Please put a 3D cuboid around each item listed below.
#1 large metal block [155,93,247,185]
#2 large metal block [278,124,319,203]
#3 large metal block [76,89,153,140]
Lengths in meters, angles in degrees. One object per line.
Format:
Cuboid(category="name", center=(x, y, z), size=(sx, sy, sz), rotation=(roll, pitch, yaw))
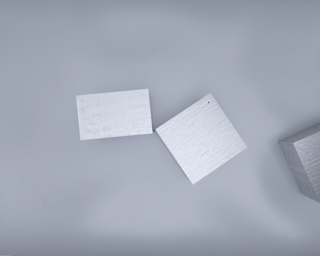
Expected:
Cuboid(category="large metal block", center=(0.049, 0.013, 0.396), size=(0.080, 0.050, 0.080), rotation=(-34, 90, -4))
Cuboid(category="large metal block", center=(0.214, 0.039, 0.400), size=(0.080, 0.050, 0.080), rotation=(-24, 90, 0))
Cuboid(category="large metal block", center=(-0.050, -0.015, 0.383), size=(0.080, 0.080, 0.050), rotation=(-5, 90, 0))
